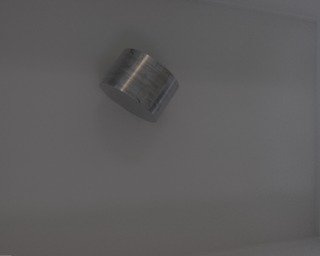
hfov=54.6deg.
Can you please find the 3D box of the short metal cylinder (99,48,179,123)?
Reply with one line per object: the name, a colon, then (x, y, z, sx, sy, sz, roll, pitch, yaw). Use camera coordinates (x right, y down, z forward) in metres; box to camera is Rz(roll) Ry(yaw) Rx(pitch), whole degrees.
short metal cylinder: (-0.025, -0.049, 0.372, 0.080, 0.080, 0.050, 36, 79, -17)
